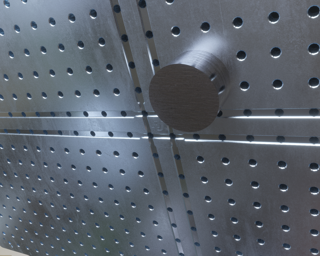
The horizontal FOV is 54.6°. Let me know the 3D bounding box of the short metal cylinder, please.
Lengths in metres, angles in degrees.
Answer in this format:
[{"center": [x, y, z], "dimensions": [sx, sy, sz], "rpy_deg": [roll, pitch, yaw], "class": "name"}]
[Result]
[{"center": [0.035, -0.042, 0.351], "dimensions": [0.080, 0.050, 0.080], "rpy_deg": [13, 124, 21], "class": "short metal cylinder"}]
